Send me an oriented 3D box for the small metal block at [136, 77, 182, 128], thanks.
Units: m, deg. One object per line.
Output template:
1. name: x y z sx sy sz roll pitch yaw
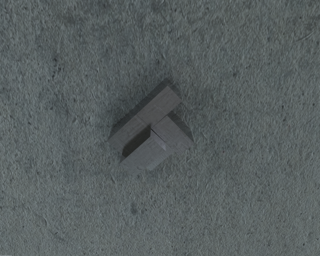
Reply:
1. small metal block: -0.001 -0.033 0.385 0.050 0.050 0.025 -42 105 13

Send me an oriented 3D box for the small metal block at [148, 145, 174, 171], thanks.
1. small metal block: -0.011 0.021 0.419 0.050 0.025 0.050 -41 106 13

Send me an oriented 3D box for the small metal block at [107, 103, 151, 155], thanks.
1. small metal block: -0.038 0.000 0.397 0.050 0.050 0.025 -42 105 13

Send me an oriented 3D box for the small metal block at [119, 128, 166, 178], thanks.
1. small metal block: -0.020 0.025 0.380 0.050 0.050 0.025 -42 105 13

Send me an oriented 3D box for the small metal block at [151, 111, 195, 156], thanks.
1. small metal block: 0.016 0.001 0.398 0.025 0.050 0.050 -41 105 13
